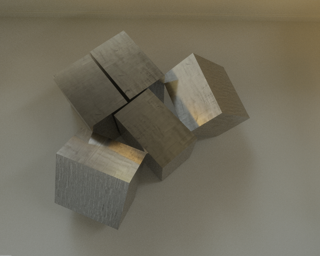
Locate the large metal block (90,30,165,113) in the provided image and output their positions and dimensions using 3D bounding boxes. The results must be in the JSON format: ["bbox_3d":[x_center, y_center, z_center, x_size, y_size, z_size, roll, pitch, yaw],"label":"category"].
[{"bbox_3d":[-0.039,-0.062,0.401,0.050,0.080,0.080,-37,75,-12],"label":"large metal block"}]

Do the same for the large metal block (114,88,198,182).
[{"bbox_3d":[-0.005,0.012,0.374,0.050,0.080,0.080,-40,75,-13],"label":"large metal block"}]

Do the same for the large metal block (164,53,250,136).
[{"bbox_3d":[0.058,-0.038,0.387,0.050,0.080,0.080,-33,68,31],"label":"large metal block"}]

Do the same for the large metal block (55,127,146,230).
[{"bbox_3d":[-0.068,0.057,0.350,0.080,0.079,0.050,21,37,7],"label":"large metal block"}]

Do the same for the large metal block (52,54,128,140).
[{"bbox_3d":[-0.081,-0.031,0.390,0.050,0.080,0.080,-36,74,-12],"label":"large metal block"}]
